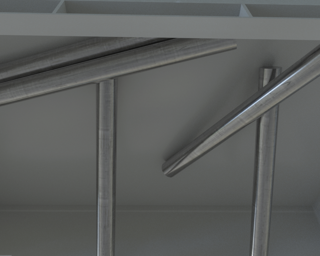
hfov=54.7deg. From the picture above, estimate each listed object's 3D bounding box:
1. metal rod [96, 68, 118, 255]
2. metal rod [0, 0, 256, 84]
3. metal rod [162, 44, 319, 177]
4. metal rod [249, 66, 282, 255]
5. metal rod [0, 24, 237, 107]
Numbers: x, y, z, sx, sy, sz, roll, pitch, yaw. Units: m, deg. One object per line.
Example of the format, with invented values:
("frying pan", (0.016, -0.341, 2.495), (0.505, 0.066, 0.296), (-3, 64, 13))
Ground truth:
("metal rod", (-0.069, 0.071, 0.394), (0.025, 0.025, 0.298), (3, 107, -3))
("metal rod", (-0.053, -0.088, 0.333), (0.301, 0.025, 0.025), (-12, 129, 10))
("metal rod", (0.096, -0.013, 0.365), (0.025, 0.025, 0.299), (27, 135, -22))
("metal rod", (0.133, 0.072, 0.399), (0.025, 0.025, 0.298), (-2, 107, 1))
("metal rod", (-0.073, -0.059, 0.328), (0.301, 0.025, 0.025), (-12, 129, 9))
